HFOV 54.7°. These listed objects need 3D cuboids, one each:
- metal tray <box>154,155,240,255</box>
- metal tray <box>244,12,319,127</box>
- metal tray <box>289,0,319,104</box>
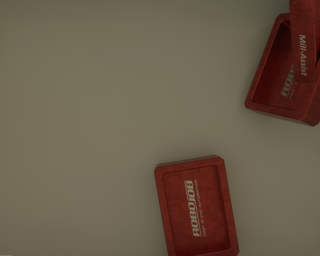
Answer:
[{"bbox_3d":[0.047,0.107,0.409,0.091,0.030,0.129,-10,90,0],"label":"metal tray"},{"bbox_3d":[0.165,-0.074,0.376,0.030,0.090,0.129,18,93,-34],"label":"metal tray"},{"bbox_3d":[0.200,-0.100,0.368,0.091,0.030,0.129,-26,116,-23],"label":"metal tray"}]
